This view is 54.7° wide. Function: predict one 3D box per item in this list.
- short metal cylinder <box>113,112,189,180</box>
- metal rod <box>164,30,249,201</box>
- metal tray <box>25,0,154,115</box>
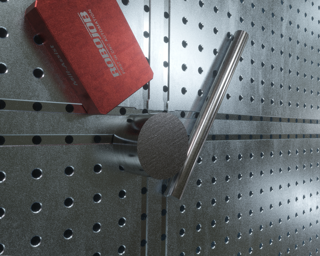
[{"bbox_3d":[-0.011,0.021,0.386,0.081,0.050,0.079,0,90,-40],"label":"short metal cylinder"},{"bbox_3d":[0.078,-0.031,0.476,0.025,0.025,0.300,40,66,-33],"label":"metal rod"},{"bbox_3d":[-0.072,-0.091,0.347,0.090,0.030,0.130,-43,116,-32],"label":"metal tray"}]
